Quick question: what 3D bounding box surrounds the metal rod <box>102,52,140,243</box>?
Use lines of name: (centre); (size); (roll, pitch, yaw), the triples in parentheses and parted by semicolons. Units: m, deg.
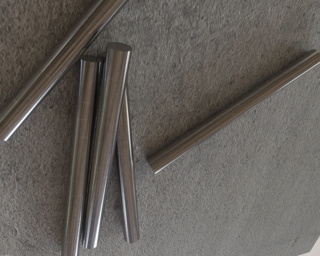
metal rod: (-0.047, 0.047, 0.411); (0.025, 0.025, 0.298); (-15, 125, -21)

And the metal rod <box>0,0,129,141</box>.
metal rod: (-0.065, -0.106, 0.306); (0.300, 0.025, 0.025); (-48, 129, 5)

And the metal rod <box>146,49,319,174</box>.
metal rod: (0.112, -0.027, 0.453); (0.301, 0.025, 0.025); (-33, 129, -7)

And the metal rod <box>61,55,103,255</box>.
metal rod: (-0.102, 0.058, 0.388); (0.025, 0.025, 0.298); (-2, 119, -28)

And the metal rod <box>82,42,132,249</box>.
metal rod: (-0.071, 0.044, 0.378); (0.025, 0.025, 0.298); (-4, 126, -27)
